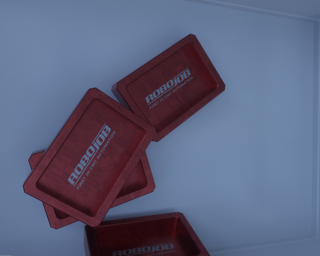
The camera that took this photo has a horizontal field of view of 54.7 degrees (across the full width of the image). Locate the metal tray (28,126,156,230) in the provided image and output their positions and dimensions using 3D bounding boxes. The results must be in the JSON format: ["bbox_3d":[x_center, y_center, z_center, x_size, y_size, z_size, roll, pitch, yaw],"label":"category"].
[{"bbox_3d":[-0.080,0.055,0.379,0.131,0.030,0.089,-18,96,-20],"label":"metal tray"}]

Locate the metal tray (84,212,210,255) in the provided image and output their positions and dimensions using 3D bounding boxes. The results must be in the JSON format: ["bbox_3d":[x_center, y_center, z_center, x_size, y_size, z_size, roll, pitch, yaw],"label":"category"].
[{"bbox_3d":[-0.018,0.145,0.367,0.131,0.090,0.030,-1,112,-20],"label":"metal tray"}]

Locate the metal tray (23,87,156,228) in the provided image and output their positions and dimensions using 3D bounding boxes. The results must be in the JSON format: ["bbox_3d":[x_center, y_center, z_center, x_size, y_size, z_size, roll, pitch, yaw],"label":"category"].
[{"bbox_3d":[-0.076,0.032,0.347,0.090,0.030,0.130,35,79,-17],"label":"metal tray"}]

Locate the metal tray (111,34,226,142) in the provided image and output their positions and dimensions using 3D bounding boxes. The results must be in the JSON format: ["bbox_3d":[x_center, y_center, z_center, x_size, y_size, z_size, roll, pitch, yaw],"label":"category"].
[{"bbox_3d":[0.014,-0.054,0.413,0.131,0.030,0.090,-37,102,-16],"label":"metal tray"}]
